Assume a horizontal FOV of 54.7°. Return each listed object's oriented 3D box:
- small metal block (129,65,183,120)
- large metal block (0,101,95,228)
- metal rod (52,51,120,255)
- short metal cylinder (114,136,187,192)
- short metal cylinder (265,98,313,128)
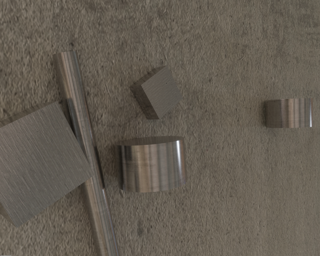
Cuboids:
[{"bbox_3d":[-0.004,-0.046,0.401,0.050,0.025,0.050,-43,116,-32],"label":"small metal block"},{"bbox_3d":[-0.122,0.029,0.286,0.081,0.050,0.080,-34,112,-35],"label":"large metal block"},{"bbox_3d":[-0.073,0.068,0.343,0.025,0.025,0.298,-17,101,-39],"label":"metal rod"},{"bbox_3d":[-0.010,0.039,0.360,0.081,0.080,0.050,-8,95,-40],"label":"short metal cylinder"},{"bbox_3d":[0.235,-0.027,0.566,0.081,0.080,0.050,-4,93,-40],"label":"short metal cylinder"}]
